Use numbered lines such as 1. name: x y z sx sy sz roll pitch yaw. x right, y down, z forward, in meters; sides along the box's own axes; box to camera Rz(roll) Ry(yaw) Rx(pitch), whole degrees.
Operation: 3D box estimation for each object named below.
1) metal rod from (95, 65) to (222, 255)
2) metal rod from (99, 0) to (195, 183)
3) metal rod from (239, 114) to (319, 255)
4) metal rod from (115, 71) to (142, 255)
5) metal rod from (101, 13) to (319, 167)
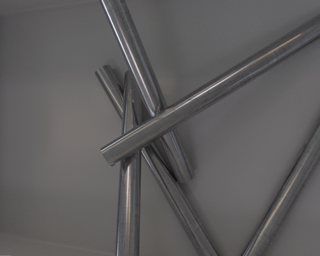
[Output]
1. metal rod: -0.005 0.045 0.412 0.025 0.025 0.299 -34 79 17
2. metal rod: -0.021 -0.066 0.352 0.025 0.025 0.299 -16 110 19
3. metal rod: 0.166 0.039 0.351 0.025 0.025 0.298 29 99 17
4. metal rod: -0.034 0.060 0.356 0.025 0.025 0.299 -11 61 19
5. metal rod: 0.068 -0.046 0.345 0.301 0.025 0.025 -32 79 1
